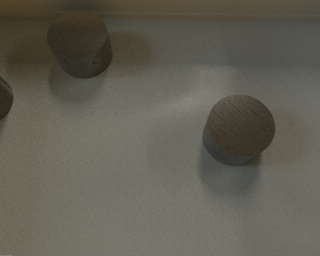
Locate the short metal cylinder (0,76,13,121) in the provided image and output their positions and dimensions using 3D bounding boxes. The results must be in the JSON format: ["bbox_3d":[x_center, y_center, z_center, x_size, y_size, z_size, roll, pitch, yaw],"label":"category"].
[{"bbox_3d":[-0.247,-0.046,0.411,0.081,0.050,0.080,0,70,0],"label":"short metal cylinder"}]

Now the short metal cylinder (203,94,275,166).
[{"bbox_3d":[0.098,0.004,0.395,0.081,0.050,0.080,0,70,0],"label":"short metal cylinder"}]

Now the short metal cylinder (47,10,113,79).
[{"bbox_3d":[-0.111,-0.117,0.438,0.081,0.050,0.080,0,70,0],"label":"short metal cylinder"}]
